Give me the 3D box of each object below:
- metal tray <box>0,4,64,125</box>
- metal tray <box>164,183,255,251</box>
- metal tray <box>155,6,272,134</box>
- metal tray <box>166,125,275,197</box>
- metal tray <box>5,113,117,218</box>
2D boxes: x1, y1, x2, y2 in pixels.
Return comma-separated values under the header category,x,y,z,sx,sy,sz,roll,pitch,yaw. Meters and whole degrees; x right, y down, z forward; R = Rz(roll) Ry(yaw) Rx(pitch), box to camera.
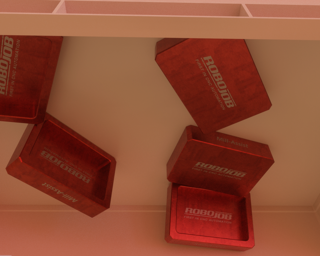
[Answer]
category,x,y,z,sx,sy,sz,roll,pitch,yaw
metal tray,-0.163,-0.063,0.332,0.091,0.030,0.129,6,133,-28
metal tray,0.076,0.135,0.479,0.131,0.090,0.030,10,148,-9
metal tray,0.064,-0.058,0.357,0.090,0.030,0.130,-24,127,18
metal tray,0.085,0.052,0.451,0.131,0.030,0.089,14,129,-13
metal tray,-0.120,0.048,0.405,0.030,0.090,0.130,-35,122,27
